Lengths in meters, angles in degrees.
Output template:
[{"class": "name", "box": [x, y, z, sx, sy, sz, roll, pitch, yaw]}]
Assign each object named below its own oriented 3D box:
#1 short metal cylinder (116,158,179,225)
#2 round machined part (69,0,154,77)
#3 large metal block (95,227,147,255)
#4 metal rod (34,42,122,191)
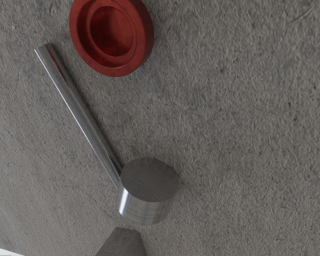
[{"class": "short metal cylinder", "box": [-0.019, 0.088, 0.436, 0.080, 0.080, 0.050, 25, 127, 13]}, {"class": "round machined part", "box": [-0.051, -0.111, 0.354, 0.098, 0.042, 0.097, 13, 124, 21]}, {"class": "large metal block", "box": [-0.068, 0.240, 0.555, 0.050, 0.080, 0.080, -1, 118, 28]}, {"class": "metal rod", "box": [-0.096, 0.016, 0.467, 0.025, 0.025, 0.299, -14, 111, 34]}]
